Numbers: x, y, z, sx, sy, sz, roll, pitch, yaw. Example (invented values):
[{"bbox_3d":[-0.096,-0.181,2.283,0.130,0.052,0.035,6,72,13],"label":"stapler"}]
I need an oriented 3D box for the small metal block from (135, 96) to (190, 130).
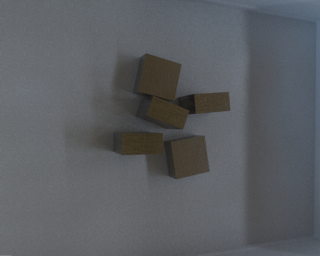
[{"bbox_3d":[0.002,-0.018,0.398,0.050,0.050,0.025,21,83,-19],"label":"small metal block"}]

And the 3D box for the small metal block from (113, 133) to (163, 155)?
[{"bbox_3d":[-0.028,0.018,0.387,0.050,0.050,0.025,0,90,-20],"label":"small metal block"}]

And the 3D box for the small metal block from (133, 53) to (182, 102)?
[{"bbox_3d":[-0.004,-0.065,0.409,0.050,0.025,0.050,13,86,-20],"label":"small metal block"}]

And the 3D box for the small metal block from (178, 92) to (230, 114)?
[{"bbox_3d":[0.059,-0.033,0.419,0.050,0.050,0.025,-6,92,-20],"label":"small metal block"}]

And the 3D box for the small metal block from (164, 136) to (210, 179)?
[{"bbox_3d":[0.037,0.039,0.424,0.050,0.025,0.050,-10,93,-20],"label":"small metal block"}]
